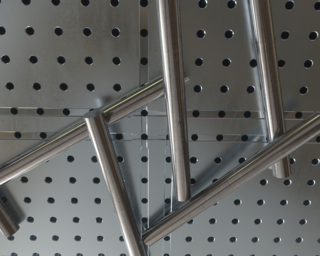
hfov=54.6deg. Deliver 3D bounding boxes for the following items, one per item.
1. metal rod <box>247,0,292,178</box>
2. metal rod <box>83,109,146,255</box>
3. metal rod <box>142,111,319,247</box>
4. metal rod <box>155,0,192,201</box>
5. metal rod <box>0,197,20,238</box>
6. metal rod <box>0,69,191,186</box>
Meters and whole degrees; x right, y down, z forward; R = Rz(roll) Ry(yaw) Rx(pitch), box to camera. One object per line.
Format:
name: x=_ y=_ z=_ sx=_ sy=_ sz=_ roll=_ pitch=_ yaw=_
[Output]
metal rod: x=0.135 y=-0.071 z=0.387 sx=0.025 sy=0.025 sz=0.299 roll=-14 pitch=110 yaw=5
metal rod: x=-0.052 y=0.114 z=0.440 sx=0.025 sy=0.025 sz=0.298 roll=-10 pitch=115 yaw=4
metal rod: x=0.089 y=0.080 z=0.426 sx=0.299 sy=0.025 sz=0.025 roll=-40 pitch=106 yaw=20
metal rod: x=0.019 y=-0.031 z=0.377 sx=0.025 sy=0.025 sz=0.298 roll=-5 pitch=119 yaw=2
metal rod: x=-0.278 y=0.026 z=0.420 sx=0.025 sy=0.025 sz=0.299 roll=-20 pitch=109 yaw=7
metal rod: x=-0.098 y=0.001 z=0.412 sx=0.300 sy=0.025 sz=0.025 roll=-28 pitch=108 yaw=9
